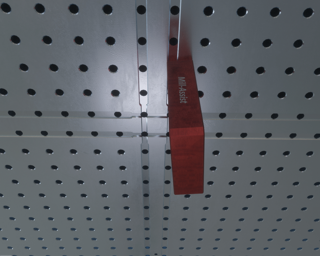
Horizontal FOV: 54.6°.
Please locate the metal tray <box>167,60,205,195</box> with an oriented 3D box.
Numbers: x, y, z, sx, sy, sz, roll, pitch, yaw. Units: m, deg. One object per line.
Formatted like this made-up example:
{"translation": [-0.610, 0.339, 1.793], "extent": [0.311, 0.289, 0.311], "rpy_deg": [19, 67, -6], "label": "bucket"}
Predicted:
{"translation": [0.026, -0.005, 0.339], "extent": [0.030, 0.130, 0.090], "rpy_deg": [-3, 130, 3], "label": "metal tray"}
